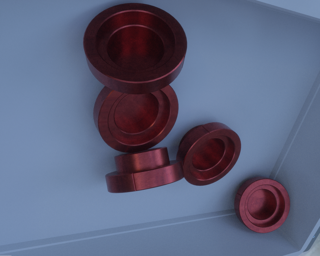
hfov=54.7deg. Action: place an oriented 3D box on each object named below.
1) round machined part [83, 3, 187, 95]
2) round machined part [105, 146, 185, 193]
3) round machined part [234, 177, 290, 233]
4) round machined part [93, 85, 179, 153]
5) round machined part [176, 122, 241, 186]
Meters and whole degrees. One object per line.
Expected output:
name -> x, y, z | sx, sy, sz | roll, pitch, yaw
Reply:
round machined part -> -0.024, -0.075, 0.313 | 0.099, 0.098, 0.042 | -23, 158, -15
round machined part -> -0.021, 0.050, 0.395 | 0.099, 0.098, 0.042 | -10, 88, -24
round machined part -> 0.181, 0.137, 0.566 | 0.099, 0.042, 0.097 | 0, 92, -10
round machined part -> -0.031, -0.022, 0.368 | 0.099, 0.042, 0.097 | -14, 125, -21
round machined part -> 0.067, 0.034, 0.457 | 0.099, 0.042, 0.097 | -14, 125, -21
